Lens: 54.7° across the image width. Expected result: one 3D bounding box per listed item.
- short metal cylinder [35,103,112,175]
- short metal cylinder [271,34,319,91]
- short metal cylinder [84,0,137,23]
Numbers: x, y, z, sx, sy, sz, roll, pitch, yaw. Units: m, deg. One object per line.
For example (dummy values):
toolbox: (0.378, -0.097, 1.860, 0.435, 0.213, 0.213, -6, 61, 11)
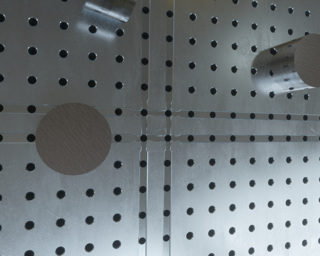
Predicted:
short metal cylinder: (-0.101, 0.012, 0.362, 0.081, 0.050, 0.079, 0, 90, -20)
short metal cylinder: (0.222, -0.100, 0.481, 0.081, 0.050, 0.079, 0, 90, -20)
short metal cylinder: (-0.053, -0.171, 0.363, 0.050, 0.080, 0.080, 15, 85, -20)
